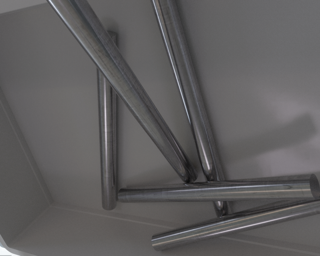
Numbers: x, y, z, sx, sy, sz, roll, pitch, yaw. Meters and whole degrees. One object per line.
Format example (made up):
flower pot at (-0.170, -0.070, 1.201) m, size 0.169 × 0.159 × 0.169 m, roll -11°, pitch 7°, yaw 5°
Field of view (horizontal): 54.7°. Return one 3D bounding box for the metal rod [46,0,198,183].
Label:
metal rod at (-0.018, -0.021, 0.324) m, size 0.025 × 0.025 × 0.300 m, roll -1°, pitch 144°, yaw 29°

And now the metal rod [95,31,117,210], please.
metal rod at (-0.077, 0.010, 0.455) m, size 0.025 × 0.025 × 0.298 m, roll 18°, pitch 126°, yaw 18°

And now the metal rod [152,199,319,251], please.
metal rod at (0.115, 0.116, 0.394) m, size 0.300 × 0.025 × 0.025 m, roll -25°, pitch 105°, yaw 28°

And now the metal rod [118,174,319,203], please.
metal rod at (0.046, 0.084, 0.406) m, size 0.299 × 0.025 × 0.025 m, roll -14°, pitch 111°, yaw 43°

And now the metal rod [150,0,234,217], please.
metal rod at (0.045, -0.012, 0.377) m, size 0.025 × 0.025 × 0.298 m, roll -5°, pitch 116°, yaw 30°
